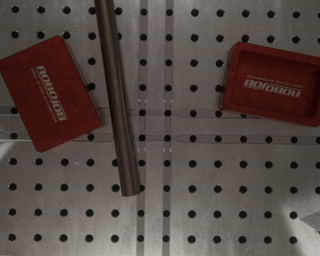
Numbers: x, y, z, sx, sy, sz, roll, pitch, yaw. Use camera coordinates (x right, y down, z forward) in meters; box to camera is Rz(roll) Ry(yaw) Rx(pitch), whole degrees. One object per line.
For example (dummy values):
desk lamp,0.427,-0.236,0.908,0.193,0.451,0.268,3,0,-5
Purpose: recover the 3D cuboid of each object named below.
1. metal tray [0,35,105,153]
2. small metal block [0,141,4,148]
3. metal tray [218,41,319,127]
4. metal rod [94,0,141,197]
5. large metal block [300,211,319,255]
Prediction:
metal tray,-0.141,-0.044,0.409,0.090,0.030,0.129,-24,90,-1
small metal block,-0.249,0.025,0.410,0.050,0.025,0.050,40,90,-1
metal tray,0.152,-0.056,0.412,0.131,0.030,0.089,11,90,-1
metal rod,-0.059,-0.059,0.412,0.025,0.025,0.298,-8,90,0
large metal block,0.246,0.147,0.404,0.080,0.050,0.080,-23,90,-1
